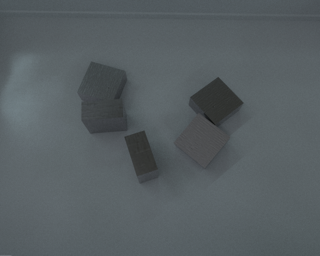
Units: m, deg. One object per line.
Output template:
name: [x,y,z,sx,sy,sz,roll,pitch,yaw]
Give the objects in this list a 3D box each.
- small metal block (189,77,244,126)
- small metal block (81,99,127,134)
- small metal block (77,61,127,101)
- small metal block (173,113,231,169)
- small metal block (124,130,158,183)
small metal block: [0.075,-0.033,0.422,0.050,0.025,0.050,-36,74,-13]
small metal block: [-0.070,-0.014,0.401,0.050,0.050,0.025,-4,70,-2]
small metal block: [-0.079,-0.059,0.430,0.050,0.025,0.050,17,71,6]
small metal block: [0.054,0.017,0.399,0.050,0.025,0.050,39,86,13]
small metal block: [-0.022,0.037,0.382,0.025,0.050,0.050,-18,71,-6]
